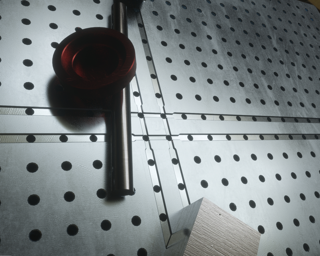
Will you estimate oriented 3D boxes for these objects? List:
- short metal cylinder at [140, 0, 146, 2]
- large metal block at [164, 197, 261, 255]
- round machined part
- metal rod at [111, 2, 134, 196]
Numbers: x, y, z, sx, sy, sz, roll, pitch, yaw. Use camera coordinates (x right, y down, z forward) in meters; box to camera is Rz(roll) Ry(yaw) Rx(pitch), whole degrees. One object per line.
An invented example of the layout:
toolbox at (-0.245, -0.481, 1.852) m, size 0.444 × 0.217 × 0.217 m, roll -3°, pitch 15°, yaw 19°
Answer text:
short metal cylinder at (-0.033, -0.260, 0.515) m, size 0.050 × 0.080 × 0.080 m, roll 20°, pitch 54°, yaw -17°
large metal block at (0.056, 0.137, 0.340) m, size 0.080 × 0.050 × 0.080 m, roll 34°, pitch 51°, yaw -7°
round machined part at (-0.078, -0.076, 0.387) m, size 0.099 × 0.042 × 0.098 m, roll 0°, pitch 61°, yaw 0°
metal rod at (-0.053, -0.058, 0.416) m, size 0.025 × 0.025 × 0.299 m, roll 9°, pitch 58°, yaw -24°
